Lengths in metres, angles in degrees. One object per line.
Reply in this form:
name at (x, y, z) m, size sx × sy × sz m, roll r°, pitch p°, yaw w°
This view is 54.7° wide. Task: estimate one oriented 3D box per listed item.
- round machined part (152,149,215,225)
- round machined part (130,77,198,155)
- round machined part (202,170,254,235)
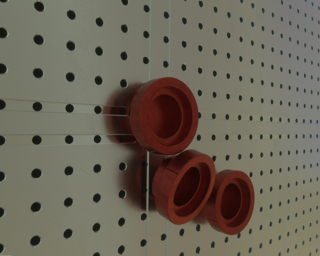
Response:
round machined part at (0.028, 0.074, 0.412) m, size 0.099 × 0.042 × 0.097 m, roll -23°, pitch 122°, yaw -41°
round machined part at (0.001, -0.015, 0.401) m, size 0.099 × 0.042 × 0.097 m, roll 0°, pitch 90°, yaw -40°
round machined part at (0.103, 0.114, 0.488) m, size 0.099 × 0.042 × 0.097 m, roll 0°, pitch 90°, yaw -40°
